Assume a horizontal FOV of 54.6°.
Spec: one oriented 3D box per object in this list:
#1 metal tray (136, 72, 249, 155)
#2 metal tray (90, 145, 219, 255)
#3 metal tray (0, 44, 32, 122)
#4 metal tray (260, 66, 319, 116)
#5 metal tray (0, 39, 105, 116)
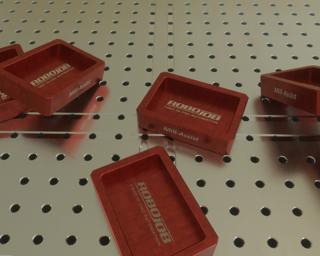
[{"bbox_3d":[0.045,-0.024,0.424,0.130,0.030,0.090,18,52,15],"label":"metal tray"},{"bbox_3d":[-0.010,0.088,0.330,0.091,0.030,0.130,-20,53,-16],"label":"metal tray"},{"bbox_3d":[-0.234,-0.068,0.460,0.091,0.030,0.130,-24,54,-19],"label":"metal tray"},{"bbox_3d":[0.205,-0.054,0.409,0.091,0.030,0.130,-12,19,-10],"label":"metal tray"},{"bbox_3d":[-0.150,-0.077,0.437,0.090,0.030,0.131,28,40,9],"label":"metal tray"}]
